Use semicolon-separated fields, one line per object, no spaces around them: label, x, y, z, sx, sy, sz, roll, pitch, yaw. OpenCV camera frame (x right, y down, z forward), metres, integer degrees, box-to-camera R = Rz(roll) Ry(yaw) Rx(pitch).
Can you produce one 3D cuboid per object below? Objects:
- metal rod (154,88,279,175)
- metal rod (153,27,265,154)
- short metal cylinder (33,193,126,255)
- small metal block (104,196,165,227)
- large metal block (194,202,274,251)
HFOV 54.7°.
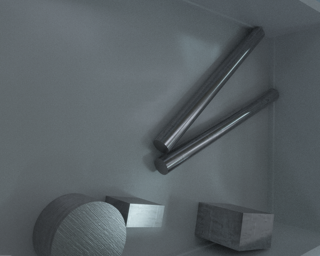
metal rod;0.108;-0.006;0.500;0.302;0.025;0.025;-28;108;-37
metal rod;0.089;-0.073;0.483;0.301;0.025;0.025;-48;119;-29
short metal cylinder;-0.083;0.112;0.322;0.081;0.050;0.079;0;90;-40
small metal block;-0.031;0.098;0.366;0.050;0.050;0.025;15;81;-39
large metal block;0.112;0.146;0.468;0.081;0.080;0.050;15;81;-39
